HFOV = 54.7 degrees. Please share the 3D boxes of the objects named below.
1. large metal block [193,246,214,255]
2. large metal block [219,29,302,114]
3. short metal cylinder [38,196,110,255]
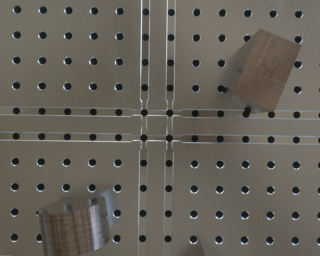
[{"bbox_3d":[0.062,0.218,0.401,0.080,0.050,0.080,40,90,0],"label":"large metal block"},{"bbox_3d":[0.120,-0.065,0.387,0.050,0.080,0.080,22,90,0],"label":"large metal block"},{"bbox_3d":[-0.105,0.119,0.385,0.080,0.080,0.050,-7,90,0],"label":"short metal cylinder"}]
